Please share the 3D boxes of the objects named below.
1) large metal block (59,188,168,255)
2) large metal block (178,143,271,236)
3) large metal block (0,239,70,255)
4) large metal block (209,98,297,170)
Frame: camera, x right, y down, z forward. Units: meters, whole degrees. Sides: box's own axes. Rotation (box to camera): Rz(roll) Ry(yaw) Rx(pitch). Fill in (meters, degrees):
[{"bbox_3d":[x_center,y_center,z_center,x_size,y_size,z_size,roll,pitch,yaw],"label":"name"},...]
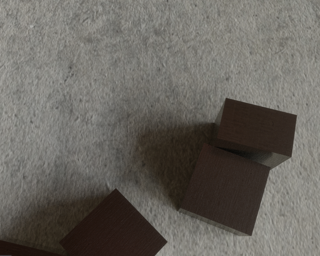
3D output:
[{"bbox_3d":[-0.049,0.128,0.348,0.080,0.050,0.080,43,75,14],"label":"large metal block"},{"bbox_3d":[0.074,0.074,0.369,0.080,0.050,0.080,20,71,7],"label":"large metal block"},{"bbox_3d":[-0.142,0.169,0.331,0.080,0.050,0.080,12,70,4],"label":"large metal block"},{"bbox_3d":[0.107,0.012,0.376,0.080,0.080,0.050,14,71,5],"label":"large metal block"}]
